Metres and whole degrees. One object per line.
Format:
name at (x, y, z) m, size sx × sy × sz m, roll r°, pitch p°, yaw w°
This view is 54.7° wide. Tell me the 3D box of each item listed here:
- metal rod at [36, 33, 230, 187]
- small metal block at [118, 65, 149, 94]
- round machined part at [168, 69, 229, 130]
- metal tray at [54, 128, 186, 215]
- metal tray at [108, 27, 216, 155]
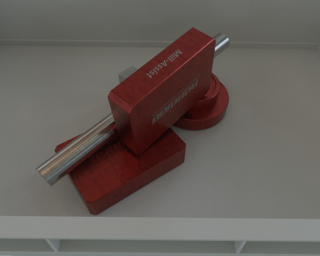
metal rod at (-0.016, -0.037, 0.383) m, size 0.025 × 0.025 × 0.301 m, roll 37°, pitch 63°, yaw 26°
small metal block at (-0.030, -0.050, 0.429) m, size 0.025 × 0.050 × 0.050 m, roll -37°, pitch 60°, yaw -27°
round machined part at (0.047, -0.048, 0.432) m, size 0.099 × 0.042 × 0.098 m, roll 0°, pitch 50°, yaw 0°
metal tray at (-0.046, 0.032, 0.373) m, size 0.131 × 0.030 × 0.090 m, roll -28°, pitch 56°, yaw -22°
metal tray at (0.007, -0.040, 0.346) m, size 0.030 × 0.090 × 0.131 m, roll 37°, pitch 65°, yaw 23°
